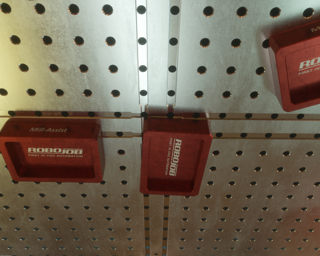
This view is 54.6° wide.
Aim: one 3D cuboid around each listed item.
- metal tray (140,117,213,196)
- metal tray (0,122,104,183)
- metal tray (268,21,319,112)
[{"bbox_3d":[0.019,0.045,0.446,0.091,0.030,0.129,3,130,-3],"label":"metal tray"},{"bbox_3d":[-0.148,0.036,0.437,0.131,0.030,0.089,1,130,-2],"label":"metal tray"},{"bbox_3d":[0.195,-0.076,0.345,0.130,0.030,0.090,-16,129,13],"label":"metal tray"}]
